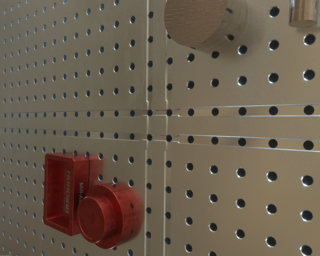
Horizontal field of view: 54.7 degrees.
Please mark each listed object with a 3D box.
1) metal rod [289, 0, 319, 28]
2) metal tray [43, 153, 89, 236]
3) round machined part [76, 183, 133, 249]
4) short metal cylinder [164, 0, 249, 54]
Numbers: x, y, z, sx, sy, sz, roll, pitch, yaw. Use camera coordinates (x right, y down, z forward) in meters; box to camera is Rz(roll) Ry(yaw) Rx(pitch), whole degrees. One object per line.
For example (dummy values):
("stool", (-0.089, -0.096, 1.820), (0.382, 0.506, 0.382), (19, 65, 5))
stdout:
("metal rod", (0.144, -0.248, 0.290), (0.025, 0.025, 0.298), (5, 93, 40))
("metal tray", (-0.166, 0.112, 0.543), (0.090, 0.030, 0.129), (3, 92, 40))
("round machined part", (-0.090, 0.136, 0.473), (0.098, 0.042, 0.097), (0, 90, 40))
("short metal cylinder", (0.052, -0.128, 0.350), (0.080, 0.050, 0.080), (0, 90, 40))
